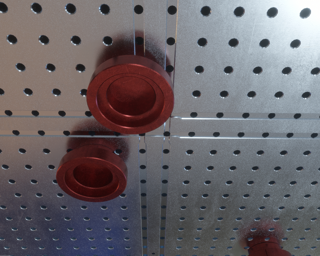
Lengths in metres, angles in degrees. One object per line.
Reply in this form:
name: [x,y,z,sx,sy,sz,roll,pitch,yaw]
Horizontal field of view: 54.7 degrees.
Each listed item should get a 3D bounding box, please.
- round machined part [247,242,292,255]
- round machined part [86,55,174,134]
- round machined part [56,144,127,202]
round machined part: [0.220,0.271,0.635,0.099,0.042,0.097,-1,130,0]
round machined part: [-0.033,-0.042,0.364,0.099,0.042,0.097,-1,130,0]
round machined part: [-0.096,0.062,0.452,0.099,0.042,0.097,-1,130,0]
